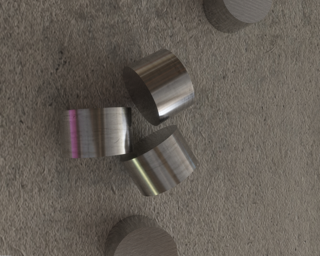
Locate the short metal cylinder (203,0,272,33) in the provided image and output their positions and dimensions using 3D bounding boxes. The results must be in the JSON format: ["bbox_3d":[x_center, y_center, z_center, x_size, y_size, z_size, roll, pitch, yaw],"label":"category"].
[{"bbox_3d":[0.108,-0.180,0.435,0.081,0.050,0.080,0,90,-20],"label":"short metal cylinder"}]

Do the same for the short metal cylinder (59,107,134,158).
[{"bbox_3d":[-0.071,0.004,0.353,0.081,0.080,0.050,-4,92,-20],"label":"short metal cylinder"}]

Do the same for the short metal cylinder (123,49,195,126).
[{"bbox_3d":[-0.003,-0.049,0.379,0.050,0.080,0.080,-31,100,-17],"label":"short metal cylinder"}]

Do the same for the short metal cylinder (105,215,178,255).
[{"bbox_3d":[-0.025,0.156,0.387,0.081,0.050,0.080,0,90,-20],"label":"short metal cylinder"}]

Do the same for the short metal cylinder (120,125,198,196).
[{"bbox_3d":[-0.002,0.038,0.379,0.080,0.080,0.050,-34,101,-17],"label":"short metal cylinder"}]
